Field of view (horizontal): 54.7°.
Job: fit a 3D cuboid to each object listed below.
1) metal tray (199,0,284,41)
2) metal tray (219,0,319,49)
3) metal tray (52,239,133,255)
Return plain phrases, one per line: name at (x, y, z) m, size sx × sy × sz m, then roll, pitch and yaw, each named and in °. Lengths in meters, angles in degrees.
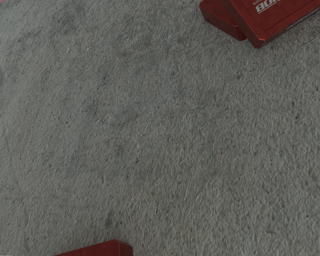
metal tray at (0.134, -0.195, 0.450) m, size 0.130 × 0.030 × 0.090 m, roll -41°, pitch 51°, yaw 0°
metal tray at (0.154, -0.174, 0.393) m, size 0.130 × 0.030 × 0.090 m, roll -33°, pitch 82°, yaw 1°
metal tray at (-0.091, 0.183, 0.336) m, size 0.130 × 0.030 × 0.090 m, roll -20°, pitch 54°, yaw 16°
